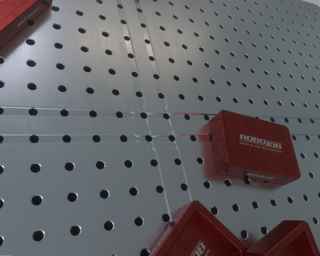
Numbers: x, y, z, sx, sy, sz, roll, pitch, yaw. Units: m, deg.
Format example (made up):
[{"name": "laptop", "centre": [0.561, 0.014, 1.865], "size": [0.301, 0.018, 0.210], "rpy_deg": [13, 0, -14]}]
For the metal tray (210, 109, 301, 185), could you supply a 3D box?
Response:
[{"name": "metal tray", "centre": [0.141, 0.030, 0.462], "size": [0.131, 0.030, 0.090], "rpy_deg": [12, 57, -22]}]

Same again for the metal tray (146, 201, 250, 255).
[{"name": "metal tray", "centre": [0.031, 0.154, 0.327], "size": [0.090, 0.030, 0.131], "rpy_deg": [44, 51, 2]}]

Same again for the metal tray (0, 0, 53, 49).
[{"name": "metal tray", "centre": [-0.208, -0.167, 0.394], "size": [0.090, 0.030, 0.130], "rpy_deg": [31, 52, -8]}]

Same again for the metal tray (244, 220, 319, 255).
[{"name": "metal tray", "centre": [0.155, 0.184, 0.353], "size": [0.091, 0.030, 0.129], "rpy_deg": [-19, 87, -35]}]
